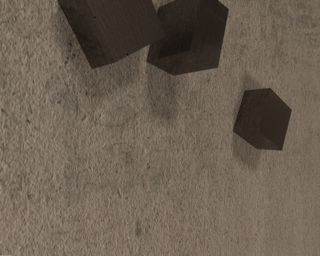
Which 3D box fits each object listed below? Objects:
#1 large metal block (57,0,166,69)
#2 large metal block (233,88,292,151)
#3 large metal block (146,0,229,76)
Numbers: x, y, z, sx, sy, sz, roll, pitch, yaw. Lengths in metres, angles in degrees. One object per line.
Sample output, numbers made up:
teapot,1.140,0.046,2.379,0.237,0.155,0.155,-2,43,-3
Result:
large metal block,-0.051,-0.122,0.347,0.080,0.050,0.080,-38,114,-34
large metal block,0.181,-0.014,0.544,0.080,0.050,0.080,32,70,-36
large metal block,0.035,-0.119,0.400,0.050,0.080,0.080,20,78,-39
